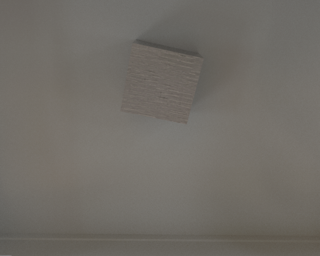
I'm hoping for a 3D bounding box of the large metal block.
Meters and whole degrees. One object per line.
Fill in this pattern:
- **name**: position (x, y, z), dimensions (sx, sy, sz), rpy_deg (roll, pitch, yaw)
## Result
- **large metal block**: position (0.001, -0.057, 0.377), dimensions (0.080, 0.050, 0.079), rpy_deg (11, 110, -4)
